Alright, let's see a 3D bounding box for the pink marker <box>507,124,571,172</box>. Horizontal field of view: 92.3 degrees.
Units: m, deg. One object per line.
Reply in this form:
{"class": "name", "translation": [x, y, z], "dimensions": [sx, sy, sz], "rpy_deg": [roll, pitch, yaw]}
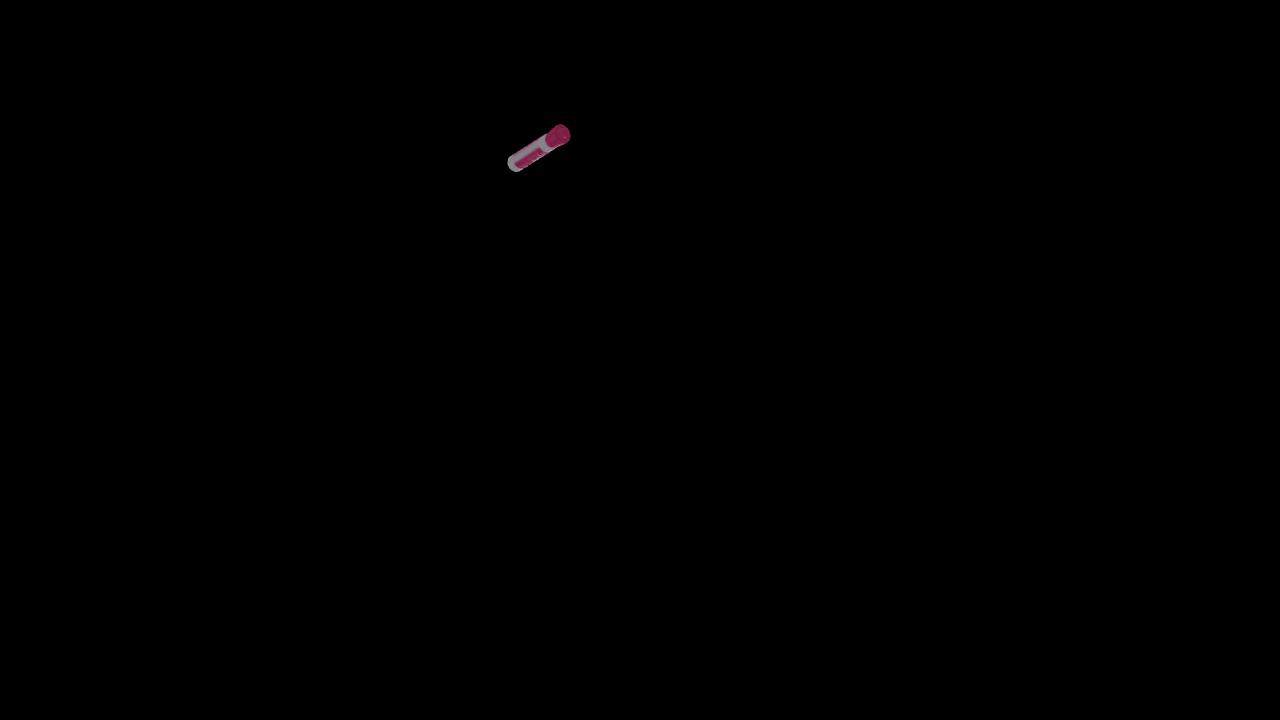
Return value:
{"class": "pink marker", "translation": [-0.108, -0.223, 0.650], "dimensions": [0.020, 0.020, 0.121], "rpy_deg": [0, 1, -35]}
